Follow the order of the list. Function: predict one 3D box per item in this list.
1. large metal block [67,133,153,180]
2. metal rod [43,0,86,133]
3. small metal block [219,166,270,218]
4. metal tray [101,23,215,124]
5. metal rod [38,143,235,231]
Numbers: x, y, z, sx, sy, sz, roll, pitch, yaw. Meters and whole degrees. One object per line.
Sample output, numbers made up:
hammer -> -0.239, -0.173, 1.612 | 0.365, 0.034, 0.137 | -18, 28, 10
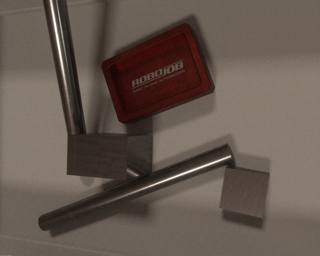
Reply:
large metal block -> -0.062, 0.033, 0.402 | 0.080, 0.080, 0.050 | 2, 91, 19
metal rod -> -0.115, -0.070, 0.382 | 0.025, 0.025, 0.298 | 9, 119, 19
small metal block -> 0.102, 0.075, 0.374 | 0.050, 0.025, 0.050 | 9, 93, 19
metal tray -> -0.005, -0.068, 0.408 | 0.130, 0.030, 0.090 | -20, 83, 18
metal rod -> -0.044, 0.087, 0.424 | 0.300, 0.025, 0.025 | -23, 83, 18
